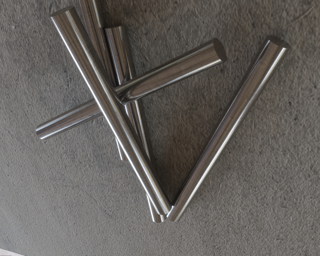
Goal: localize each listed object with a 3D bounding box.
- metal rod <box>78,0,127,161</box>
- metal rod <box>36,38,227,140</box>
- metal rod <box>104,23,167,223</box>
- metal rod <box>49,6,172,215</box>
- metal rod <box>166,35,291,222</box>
[{"bbox_3d":[-0.071,-0.089,0.388,0.025,0.025,0.298,4,120,26],"label":"metal rod"},{"bbox_3d":[-0.059,-0.035,0.382,0.300,0.025,0.025,-19,108,35],"label":"metal rod"},{"bbox_3d":[-0.027,0.012,0.427,0.025,0.025,0.298,3,120,26],"label":"metal rod"},{"bbox_3d":[-0.043,0.004,0.374,0.025,0.025,0.299,-2,130,29],"label":"metal rod"},{"bbox_3d":[0.067,0.026,0.387,0.025,0.025,0.298,30,128,9],"label":"metal rod"}]
